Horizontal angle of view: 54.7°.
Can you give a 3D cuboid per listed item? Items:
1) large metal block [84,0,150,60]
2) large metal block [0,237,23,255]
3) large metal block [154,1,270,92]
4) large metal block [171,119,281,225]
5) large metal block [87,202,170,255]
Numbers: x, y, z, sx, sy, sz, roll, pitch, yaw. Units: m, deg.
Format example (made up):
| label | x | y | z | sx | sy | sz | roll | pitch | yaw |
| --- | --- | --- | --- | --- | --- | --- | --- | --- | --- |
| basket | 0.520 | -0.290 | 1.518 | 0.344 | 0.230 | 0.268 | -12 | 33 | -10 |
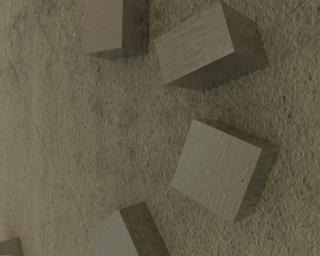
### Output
| label | x | y | z | sx | sy | sz | roll | pitch | yaw |
| --- | --- | --- | --- | --- | --- | --- | --- | --- | --- |
| large metal block | -0.062 | -0.145 | 0.440 | 0.080 | 0.050 | 0.079 | 3 | 92 | 40 |
| large metal block | -0.336 | 0.290 | 0.667 | 0.080 | 0.050 | 0.080 | -33 | 70 | 35 |
| large metal block | 0.055 | -0.078 | 0.324 | 0.080 | 0.081 | 0.050 | -20 | 77 | 38 |
| large metal block | 0.069 | 0.041 | 0.332 | 0.080 | 0.050 | 0.079 | 27 | 107 | 37 |
| large metal block | -0.045 | 0.161 | 0.426 | 0.080 | 0.050 | 0.080 | -43 | 64 | 31 |
